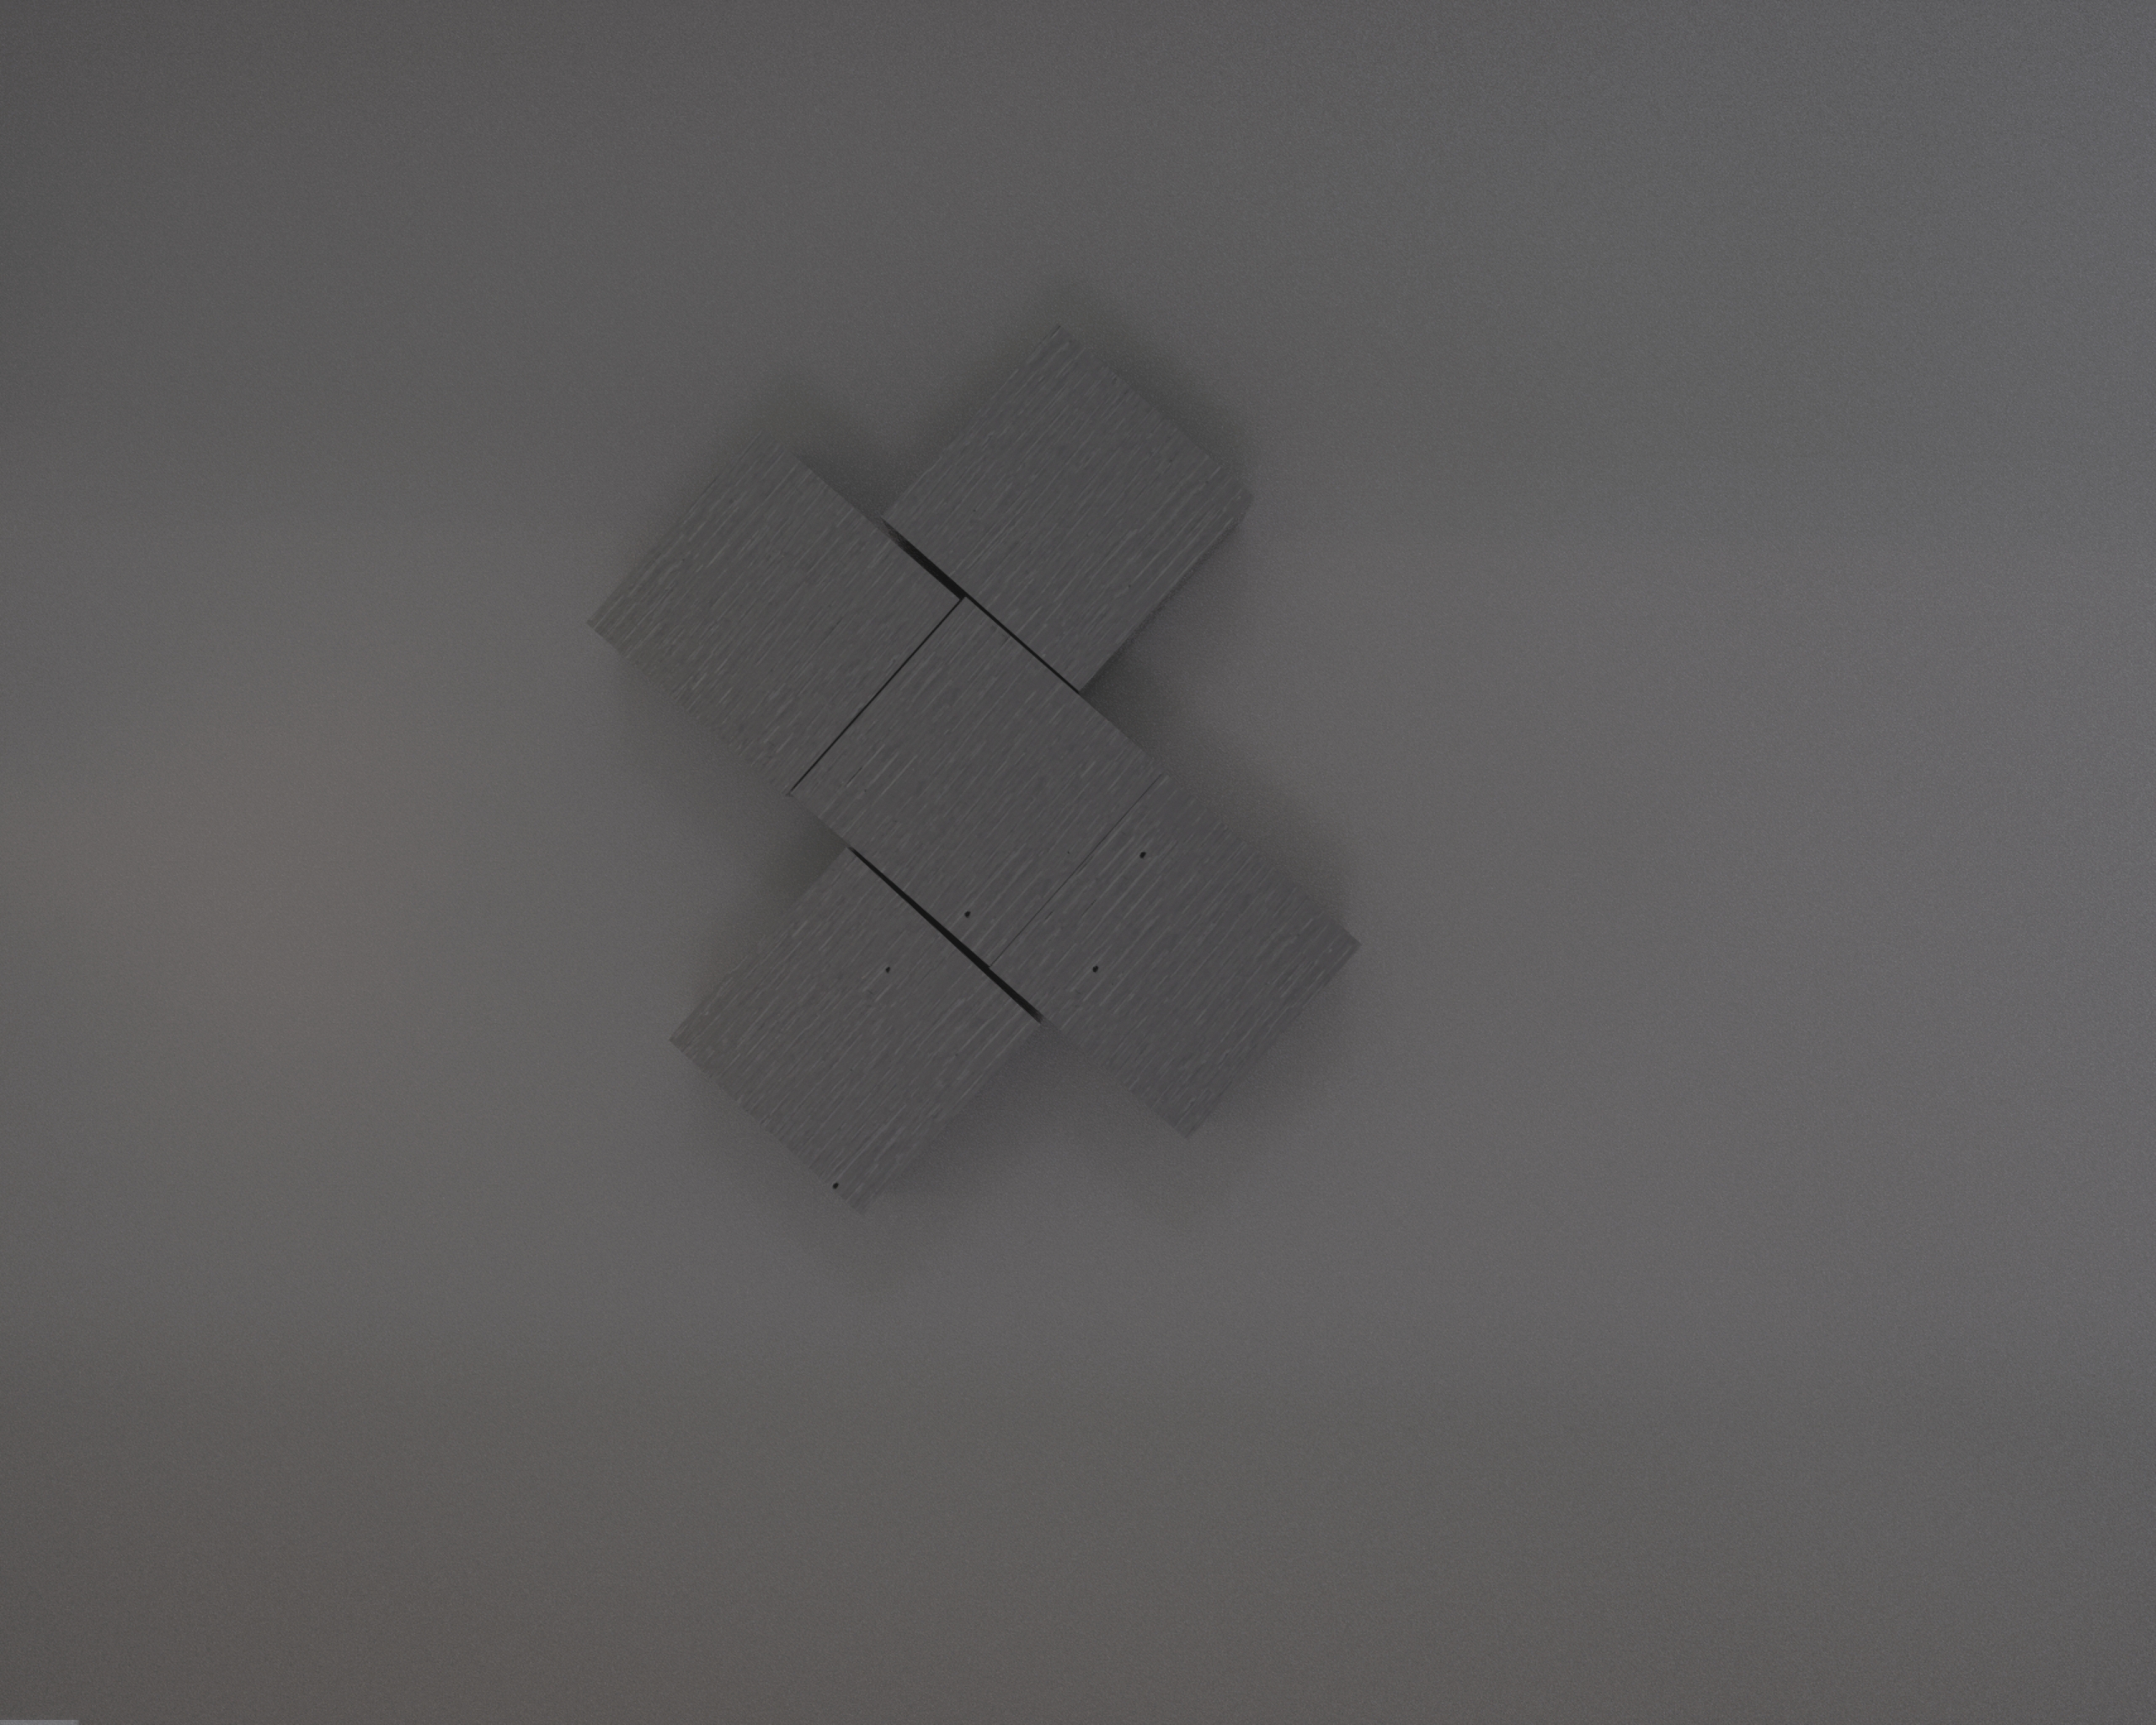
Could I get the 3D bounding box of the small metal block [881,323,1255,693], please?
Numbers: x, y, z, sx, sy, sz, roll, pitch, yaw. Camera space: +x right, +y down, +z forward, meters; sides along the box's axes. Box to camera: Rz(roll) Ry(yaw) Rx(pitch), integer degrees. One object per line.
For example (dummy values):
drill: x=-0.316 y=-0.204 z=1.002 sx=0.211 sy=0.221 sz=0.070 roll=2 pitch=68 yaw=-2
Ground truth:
small metal block: x=-0.002 y=-0.067 z=0.409 sx=0.050 sy=0.025 sz=0.050 roll=42 pitch=89 yaw=0

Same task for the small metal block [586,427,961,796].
small metal block: x=-0.058 y=-0.048 z=0.409 sx=0.050 sy=0.025 sz=0.050 roll=41 pitch=90 yaw=0

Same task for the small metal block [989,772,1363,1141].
small metal block: x=0.019 y=0.018 z=0.409 sx=0.050 sy=0.025 sz=0.050 roll=41 pitch=90 yaw=0

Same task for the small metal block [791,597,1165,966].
small metal block: x=-0.019 y=-0.015 z=0.408 sx=0.050 sy=0.025 sz=0.050 roll=41 pitch=90 yaw=0

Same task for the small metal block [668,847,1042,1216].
small metal block: x=-0.042 y=0.032 z=0.409 sx=0.050 sy=0.025 sz=0.050 roll=43 pitch=91 yaw=0
